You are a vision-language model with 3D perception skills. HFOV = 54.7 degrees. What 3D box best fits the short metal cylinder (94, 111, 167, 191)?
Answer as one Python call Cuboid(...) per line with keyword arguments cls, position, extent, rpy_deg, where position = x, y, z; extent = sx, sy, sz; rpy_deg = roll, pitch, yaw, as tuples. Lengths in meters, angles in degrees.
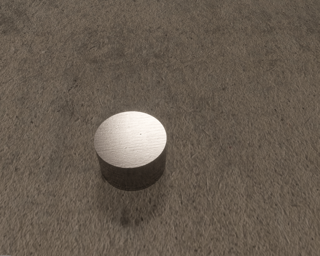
Cuboid(cls="short metal cylinder", position=(-0.033, 0.027, 0.364), extent=(0.081, 0.050, 0.080), rpy_deg=(0, 50, 0))
